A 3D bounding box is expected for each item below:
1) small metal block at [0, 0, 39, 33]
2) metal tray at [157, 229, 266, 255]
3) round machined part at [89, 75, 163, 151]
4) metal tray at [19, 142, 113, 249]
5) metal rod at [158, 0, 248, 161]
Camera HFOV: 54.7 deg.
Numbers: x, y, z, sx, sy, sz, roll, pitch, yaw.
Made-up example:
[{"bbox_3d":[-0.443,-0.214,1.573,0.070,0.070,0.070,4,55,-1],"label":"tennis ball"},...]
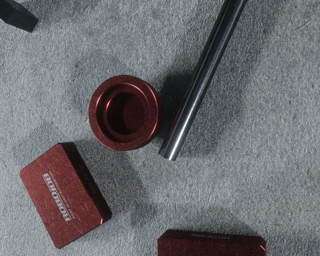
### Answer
[{"bbox_3d":[-0.225,-0.176,0.473,0.050,0.050,0.025,40,103,15],"label":"small metal block"},{"bbox_3d":[0.064,0.179,0.383,0.130,0.030,0.089,-2,89,19],"label":"metal tray"},{"bbox_3d":[-0.042,-0.019,0.414,0.098,0.042,0.097,0,90,19],"label":"round machined part"},{"bbox_3d":[-0.139,0.097,0.454,0.090,0.030,0.130,-34,79,16],"label":"metal tray"},{"bbox_3d":[0.068,-0.098,0.384,0.025,0.025,0.298,26,98,18],"label":"metal rod"}]
